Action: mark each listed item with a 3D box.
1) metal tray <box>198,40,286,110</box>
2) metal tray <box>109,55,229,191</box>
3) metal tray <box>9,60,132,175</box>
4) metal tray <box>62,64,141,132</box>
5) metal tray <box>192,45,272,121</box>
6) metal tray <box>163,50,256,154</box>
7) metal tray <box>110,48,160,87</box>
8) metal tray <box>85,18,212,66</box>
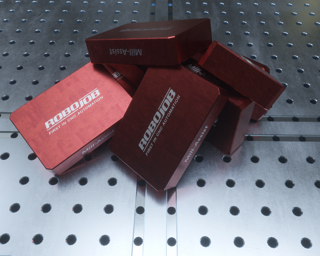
[{"bbox_3d":[0.098,-0.071,0.383,0.090,0.030,0.130,34,20,1],"label":"metal tray"},{"bbox_3d":[0.006,-0.006,0.353,0.090,0.129,0.030,36,17,25],"label":"metal tray"},{"bbox_3d":[-0.104,-0.016,0.388,0.130,0.030,0.090,-38,75,-14],"label":"metal tray"},{"bbox_3d":[-0.081,-0.048,0.443,0.090,0.030,0.131,32,57,24],"label":"metal tray"},{"bbox_3d":[0.091,-0.072,0.437,0.131,0.030,0.090,21,50,-9],"label":"metal tray"},{"bbox_3d":[0.051,-0.034,0.396,0.130,0.090,0.030,37,60,27],"label":"metal tray"},{"bbox_3d":[-0.005,-0.109,0.472,0.131,0.030,0.090,-26,56,-38],"label":"metal tray"},{"bbox_3d":[-0.014,-0.106,0.379,0.130,0.030,0.090,10,33,34],"label":"metal tray"}]
